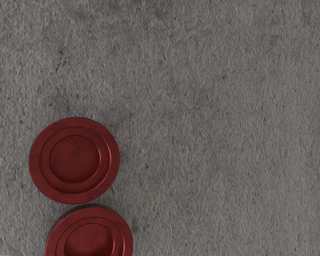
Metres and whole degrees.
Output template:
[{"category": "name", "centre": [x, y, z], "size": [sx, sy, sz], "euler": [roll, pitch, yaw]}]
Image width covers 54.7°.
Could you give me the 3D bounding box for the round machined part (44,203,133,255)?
[{"category": "round machined part", "centre": [-0.085, 0.138, 0.369], "size": [0.099, 0.042, 0.097], "euler": [0, 90, -20]}]

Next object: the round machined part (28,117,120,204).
[{"category": "round machined part", "centre": [-0.100, 0.036, 0.363], "size": [0.099, 0.042, 0.097], "euler": [0, 90, -20]}]
